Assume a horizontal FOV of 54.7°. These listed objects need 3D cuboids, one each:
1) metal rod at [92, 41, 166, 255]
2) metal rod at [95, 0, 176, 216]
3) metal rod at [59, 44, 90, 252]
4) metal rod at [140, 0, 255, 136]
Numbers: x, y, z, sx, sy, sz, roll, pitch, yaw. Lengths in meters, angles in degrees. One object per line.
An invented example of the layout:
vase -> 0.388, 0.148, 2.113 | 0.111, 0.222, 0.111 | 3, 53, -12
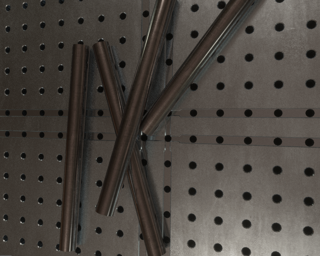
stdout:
metal rod -> -0.044, 0.025, 0.426 | 0.025, 0.025, 0.298 | -17, 84, 19
metal rod -> -0.030, -0.035, 0.403 | 0.025, 0.025, 0.298 | 15, 88, 19
metal rod -> -0.125, 0.029, 0.455 | 0.025, 0.025, 0.298 | 5, 92, 19
metal rod -> 0.068, -0.113, 0.388 | 0.025, 0.025, 0.299 | 41, 102, 15
